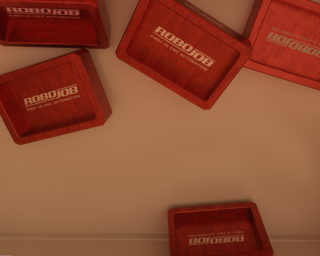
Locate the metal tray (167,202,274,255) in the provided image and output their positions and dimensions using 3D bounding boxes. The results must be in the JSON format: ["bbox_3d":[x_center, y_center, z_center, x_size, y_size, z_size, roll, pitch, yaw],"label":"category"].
[{"bbox_3d":[0.078,0.151,0.430,0.131,0.090,0.030,-5,125,1],"label":"metal tray"}]

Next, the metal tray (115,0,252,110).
[{"bbox_3d":[0.026,-0.090,0.355,0.130,0.030,0.089,31,124,-5],"label":"metal tray"}]

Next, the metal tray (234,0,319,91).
[{"bbox_3d":[0.167,-0.102,0.372,0.131,0.030,0.089,16,109,-6],"label":"metal tray"}]

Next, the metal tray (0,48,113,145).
[{"bbox_3d":[-0.136,-0.036,0.382,0.130,0.030,0.090,-13,110,14],"label":"metal tray"}]

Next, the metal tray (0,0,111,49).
[{"bbox_3d":[-0.124,-0.120,0.330,0.131,0.090,0.030,1,77,-1],"label":"metal tray"}]
